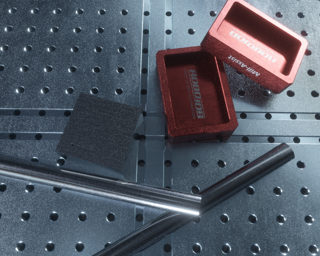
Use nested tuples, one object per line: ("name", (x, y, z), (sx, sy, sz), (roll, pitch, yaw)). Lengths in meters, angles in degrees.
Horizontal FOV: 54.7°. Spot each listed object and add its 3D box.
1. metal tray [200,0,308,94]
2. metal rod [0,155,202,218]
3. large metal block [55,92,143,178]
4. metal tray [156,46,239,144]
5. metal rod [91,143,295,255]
("metal tray", (0.133, -0.117, 0.433), (0.130, 0.030, 0.090), (31, 64, -2))
("metal rod", (-0.102, 0.063, 0.373), (0.301, 0.025, 0.025), (10, 70, 8))
("large metal block", (-0.072, 0.010, 0.394), (0.080, 0.050, 0.080), (16, 71, 5))
("metal tray", (0.047, -0.049, 0.427), (0.091, 0.030, 0.129), (-7, 70, -3))
("metal rod", (0.035, 0.100, 0.375), (0.302, 0.025, 0.025), (-28, 73, -10))
